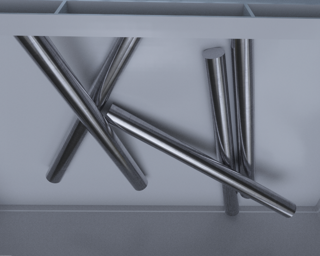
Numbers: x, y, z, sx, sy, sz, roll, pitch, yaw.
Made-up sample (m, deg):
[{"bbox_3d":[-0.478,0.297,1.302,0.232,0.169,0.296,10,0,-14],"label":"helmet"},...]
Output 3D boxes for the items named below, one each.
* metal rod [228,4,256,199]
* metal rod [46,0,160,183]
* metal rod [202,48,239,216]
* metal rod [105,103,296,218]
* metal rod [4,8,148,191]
[{"bbox_3d":[0.111,-0.008,0.403,0.025,0.025,0.299,-9,130,7],"label":"metal rod"},{"bbox_3d":[-0.086,-0.025,0.386,0.025,0.025,0.298,24,126,-19],"label":"metal rod"},{"bbox_3d":[0.091,0.029,0.434,0.025,0.025,0.299,-10,130,8],"label":"metal rod"},{"bbox_3d":[0.063,0.050,0.424,0.301,0.025,0.025,29,125,-13],"label":"metal rod"},{"bbox_3d":[-0.076,-0.004,0.373,0.025,0.025,0.299,-14,139,11],"label":"metal rod"}]
